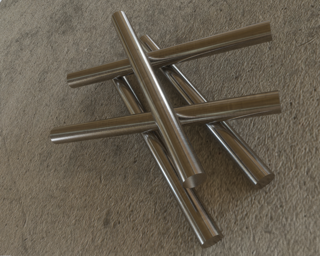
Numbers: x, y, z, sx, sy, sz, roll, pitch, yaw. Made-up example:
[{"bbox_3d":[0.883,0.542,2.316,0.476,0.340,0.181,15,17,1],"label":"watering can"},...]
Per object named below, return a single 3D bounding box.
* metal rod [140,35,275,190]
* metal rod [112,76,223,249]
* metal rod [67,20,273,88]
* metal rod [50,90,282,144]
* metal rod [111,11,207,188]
[{"bbox_3d":[0.041,-0.042,0.408,0.025,0.025,0.300,-37,51,3],"label":"metal rod"},{"bbox_3d":[-0.009,0.012,0.400,0.025,0.025,0.300,-35,51,5],"label":"metal rod"},{"bbox_3d":[-0.002,-0.097,0.433,0.301,0.025,0.025,-9,58,23],"label":"metal rod"},{"bbox_3d":[-0.011,-0.008,0.383,0.301,0.025,0.025,-8,58,23],"label":"metal rod"},{"bbox_3d":[-0.015,-0.059,0.384,0.025,0.025,0.299,-30,52,9],"label":"metal rod"}]
